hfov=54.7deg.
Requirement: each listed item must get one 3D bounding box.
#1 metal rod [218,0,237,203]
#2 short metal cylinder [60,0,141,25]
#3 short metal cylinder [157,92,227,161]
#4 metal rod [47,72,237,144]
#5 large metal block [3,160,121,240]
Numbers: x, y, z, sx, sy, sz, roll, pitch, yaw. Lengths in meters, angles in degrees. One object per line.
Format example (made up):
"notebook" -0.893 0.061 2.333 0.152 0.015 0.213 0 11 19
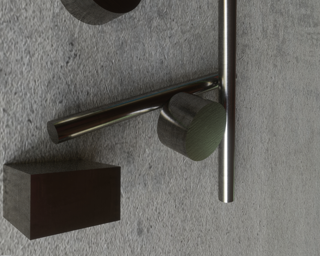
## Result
"metal rod" 0.100 -0.031 0.461 0.025 0.025 0.298 -14 107 -39
"short metal cylinder" -0.064 -0.158 0.334 0.081 0.050 0.079 0 90 -40
"short metal cylinder" 0.043 -0.003 0.408 0.081 0.050 0.079 -23 125 -37
"metal rod" 0.002 -0.039 0.406 0.302 0.025 0.025 -22 104 -38
"large metal block" -0.093 0.060 0.291 0.081 0.080 0.050 0 90 -40
